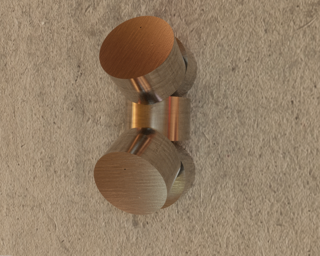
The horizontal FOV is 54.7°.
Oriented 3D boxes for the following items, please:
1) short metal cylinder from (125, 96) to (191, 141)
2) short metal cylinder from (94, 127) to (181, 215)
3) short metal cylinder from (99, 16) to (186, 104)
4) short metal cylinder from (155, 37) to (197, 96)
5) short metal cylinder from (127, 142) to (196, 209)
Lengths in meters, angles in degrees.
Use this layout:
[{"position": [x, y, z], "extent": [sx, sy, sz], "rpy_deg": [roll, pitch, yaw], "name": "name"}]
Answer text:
[{"position": [-0.003, -0.011, 0.383], "extent": [0.080, 0.080, 0.050], "rpy_deg": [2, 91, 20], "name": "short metal cylinder"}, {"position": [-0.023, 0.046, 0.335], "extent": [0.080, 0.050, 0.079], "rpy_deg": [9, 121, 16], "name": "short metal cylinder"}, {"position": [-0.017, -0.072, 0.334], "extent": [0.080, 0.050, 0.080], "rpy_deg": [-8, 62, 15], "name": "short metal cylinder"}, {"position": [0.003, -0.077, 0.396], "extent": [0.080, 0.050, 0.080], "rpy_deg": [0, 90, 20], "name": "short metal cylinder"}, {"position": [0.000, 0.058, 0.397], "extent": [0.080, 0.050, 0.080], "rpy_deg": [0, 90, 20], "name": "short metal cylinder"}]
